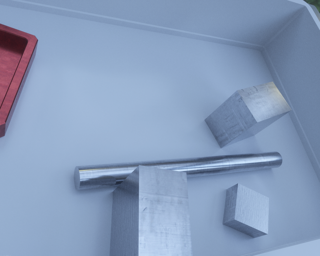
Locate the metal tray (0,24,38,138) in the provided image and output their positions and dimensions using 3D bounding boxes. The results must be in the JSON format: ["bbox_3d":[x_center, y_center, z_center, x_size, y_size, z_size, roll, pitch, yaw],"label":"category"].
[{"bbox_3d":[-0.196,-0.060,0.333,0.091,0.030,0.130,17,55,-19],"label":"metal tray"}]

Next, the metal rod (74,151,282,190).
[{"bbox_3d":[0.045,0.051,0.400,0.303,0.025,0.025,-1,62,-29],"label":"metal rod"}]

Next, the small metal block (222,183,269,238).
[{"bbox_3d":[0.112,0.108,0.403,0.050,0.025,0.050,26,52,-12],"label":"small metal block"}]

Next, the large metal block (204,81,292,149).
[{"bbox_3d":[0.127,-0.019,0.453,0.081,0.080,0.050,-16,71,-35],"label":"large metal block"}]

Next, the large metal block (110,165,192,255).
[{"bbox_3d":[-0.012,0.092,0.309,0.050,0.080,0.080,12,57,-22],"label":"large metal block"}]
